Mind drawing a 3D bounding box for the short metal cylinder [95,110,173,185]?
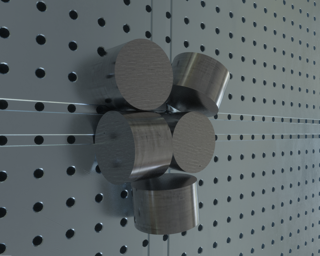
[{"bbox_3d":[-0.031,0.020,0.348,0.050,0.080,0.079,-3,92,-41],"label":"short metal cylinder"}]

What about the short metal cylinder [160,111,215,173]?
[{"bbox_3d":[0.029,0.018,0.417,0.081,0.050,0.079,-1,91,-40],"label":"short metal cylinder"}]

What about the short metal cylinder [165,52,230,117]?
[{"bbox_3d":[0.046,-0.055,0.412,0.080,0.080,0.050,35,68,-35],"label":"short metal cylinder"}]

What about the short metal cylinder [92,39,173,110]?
[{"bbox_3d":[-0.031,-0.060,0.366,0.081,0.050,0.079,0,91,-39],"label":"short metal cylinder"}]

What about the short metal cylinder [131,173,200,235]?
[{"bbox_3d":[0.007,0.089,0.378,0.081,0.080,0.050,-8,96,-40],"label":"short metal cylinder"}]
